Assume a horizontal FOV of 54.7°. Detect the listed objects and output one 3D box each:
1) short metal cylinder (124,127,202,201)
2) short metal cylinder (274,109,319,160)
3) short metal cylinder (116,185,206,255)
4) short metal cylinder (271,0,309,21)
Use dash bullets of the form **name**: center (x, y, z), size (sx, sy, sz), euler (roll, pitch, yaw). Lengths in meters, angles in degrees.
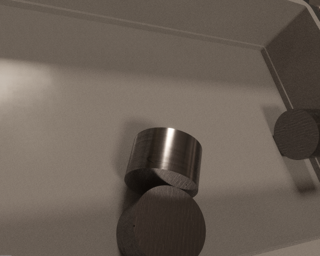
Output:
- **short metal cylinder**: center (0.005, 0.043, 0.348), size (0.080, 0.080, 0.050), euler (22, 54, -15)
- **short metal cylinder**: center (0.231, 0.009, 0.492), size (0.050, 0.080, 0.080), euler (-2, 63, -30)
- **short metal cylinder**: center (0.000, 0.107, 0.326), size (0.081, 0.050, 0.080), euler (14, 56, -21)
- **short metal cylinder**: center (0.305, -0.298, 0.723), size (0.080, 0.080, 0.050), euler (32, 52, -8)
